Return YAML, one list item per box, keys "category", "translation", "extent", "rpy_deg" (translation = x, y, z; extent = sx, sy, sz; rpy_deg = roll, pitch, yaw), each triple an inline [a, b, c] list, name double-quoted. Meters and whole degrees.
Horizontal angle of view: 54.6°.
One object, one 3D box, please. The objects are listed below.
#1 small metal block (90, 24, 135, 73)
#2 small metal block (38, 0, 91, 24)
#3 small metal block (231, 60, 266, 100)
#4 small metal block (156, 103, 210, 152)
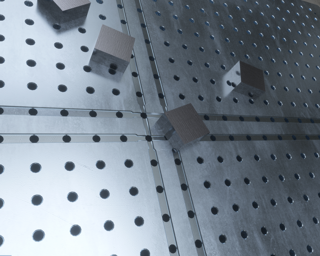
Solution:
- category: "small metal block"
  translation: [-0.067, -0.113, 0.441]
  extent: [0.050, 0.025, 0.050]
  rpy_deg: [19, 54, -17]
- category: "small metal block"
  translation: [-0.137, -0.182, 0.445]
  extent: [0.050, 0.025, 0.050]
  rpy_deg: [48, 51, 5]
- category: "small metal block"
  translation: [0.153, -0.083, 0.541]
  extent: [0.050, 0.025, 0.050]
  rpy_deg: [18, 55, -18]
- category: "small metal block"
  translation: [0.032, -0.001, 0.426]
  extent: [0.050, 0.025, 0.050]
  rpy_deg: [-22, 73, -36]
